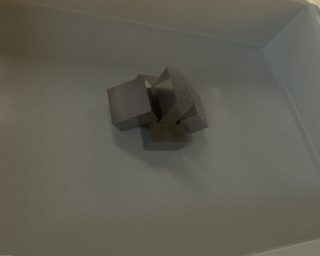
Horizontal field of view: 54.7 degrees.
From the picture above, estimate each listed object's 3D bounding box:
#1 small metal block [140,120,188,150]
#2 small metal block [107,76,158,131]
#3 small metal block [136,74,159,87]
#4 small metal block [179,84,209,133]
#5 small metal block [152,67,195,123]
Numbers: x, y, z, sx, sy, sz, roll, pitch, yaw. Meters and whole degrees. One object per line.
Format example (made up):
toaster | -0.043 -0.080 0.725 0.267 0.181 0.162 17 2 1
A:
small metal block | 0.003 0.001 0.404 0.050 0.025 0.050 2 61 -27
small metal block | -0.035 -0.030 0.385 0.050 0.025 0.050 -18 65 11
small metal block | -0.007 -0.044 0.425 0.050 0.025 0.050 3 61 -28
small metal block | 0.042 -0.027 0.427 0.050 0.025 0.050 37 37 -58
small metal block | 0.014 -0.040 0.386 0.025 0.050 0.050 1 61 -29
